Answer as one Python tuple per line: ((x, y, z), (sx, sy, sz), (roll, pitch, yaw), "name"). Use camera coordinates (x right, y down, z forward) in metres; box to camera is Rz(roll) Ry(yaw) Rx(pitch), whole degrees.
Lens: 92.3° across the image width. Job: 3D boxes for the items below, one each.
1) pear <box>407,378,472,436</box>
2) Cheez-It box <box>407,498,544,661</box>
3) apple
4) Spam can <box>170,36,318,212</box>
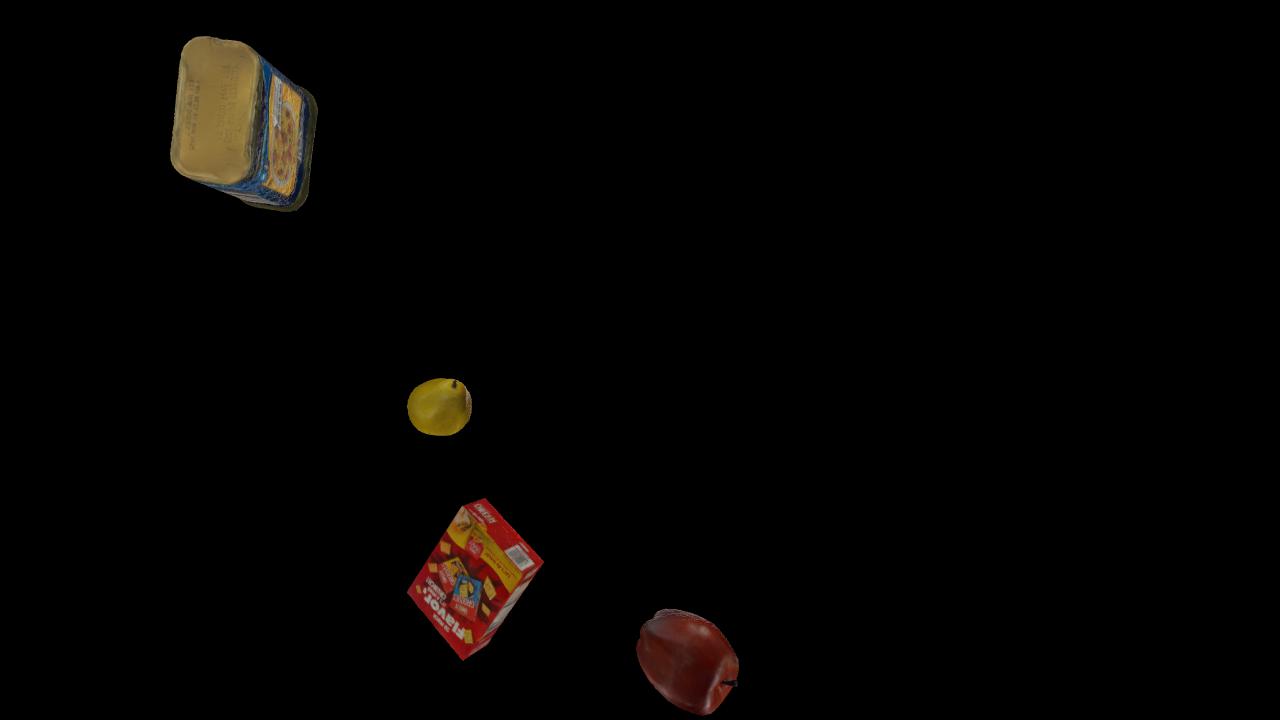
((-0.242, 0.048, 0.776), (0.080, 0.080, 0.111), (0, -29, -47), "pear")
((-0.289, 0.381, 1.072), (0.166, 0.223, 0.071), (40, 17, 20), "Cheez-It box")
((0.044, 0.266, 0.547), (0.093, 0.079, 0.079), (21, 11, 31), "apple")
((-0.287, -0.169, 0.452), (0.058, 0.101, 0.085), (7, 3, -6), "Spam can")
